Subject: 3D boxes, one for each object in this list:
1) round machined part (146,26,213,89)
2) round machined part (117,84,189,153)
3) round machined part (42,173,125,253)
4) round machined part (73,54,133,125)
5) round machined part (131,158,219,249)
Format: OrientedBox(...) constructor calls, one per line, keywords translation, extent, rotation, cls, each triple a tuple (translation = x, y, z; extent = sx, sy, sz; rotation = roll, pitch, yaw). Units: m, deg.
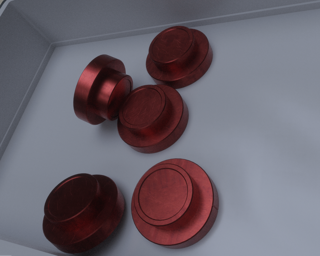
OrientedBox(translation=(0.023, -0.108, 0.448), extent=(0.098, 0.042, 0.098), rotation=(-13, 56, 20), cls="round machined part")
OrientedBox(translation=(-0.015, -0.019, 0.413), extent=(0.098, 0.042, 0.098), rotation=(-13, 57, 20), cls="round machined part")
OrientedBox(translation=(-0.096, 0.093, 0.368), extent=(0.098, 0.042, 0.098), rotation=(-16, 37, 13), cls="round machined part")
OrientedBox(translation=(-0.072, -0.048, 0.430), extent=(0.042, 0.098, 0.098), rotation=(24, 73, 14), cls="round machined part")
OrientedBox(translation=(0.011, 0.078, 0.340), extent=(0.098, 0.042, 0.098), rotation=(-13, 56, 20), cls="round machined part")
